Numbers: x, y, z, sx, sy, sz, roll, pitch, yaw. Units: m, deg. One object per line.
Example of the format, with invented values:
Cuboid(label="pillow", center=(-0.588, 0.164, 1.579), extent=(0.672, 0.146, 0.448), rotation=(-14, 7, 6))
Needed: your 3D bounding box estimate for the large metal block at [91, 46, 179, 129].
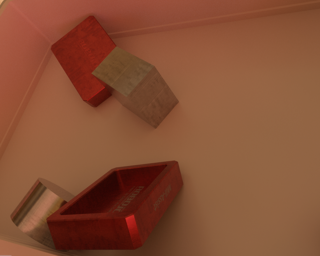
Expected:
Cuboid(label="large metal block", center=(-0.032, -0.054, 0.419), extent=(0.080, 0.080, 0.050), rotation=(35, 81, 38))

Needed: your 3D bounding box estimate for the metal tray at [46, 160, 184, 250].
Cuboid(label="metal tray", center=(-0.038, 0.074, 0.321), extent=(0.090, 0.131, 0.030), rotation=(-9, 101, 23))

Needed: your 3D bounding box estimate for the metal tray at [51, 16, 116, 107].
Cuboid(label="metal tray", center=(-0.109, -0.109, 0.502), extent=(0.090, 0.030, 0.130), rotation=(-37, 68, 3))

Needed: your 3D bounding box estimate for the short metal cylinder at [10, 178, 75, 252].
Cuboid(label="short metal cylinder", center=(-0.127, 0.103, 0.372), extent=(0.080, 0.080, 0.050), rotation=(25, 75, 36))
